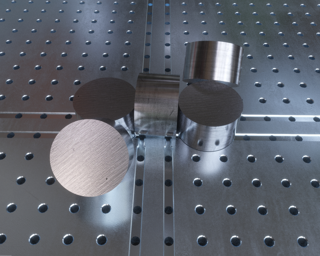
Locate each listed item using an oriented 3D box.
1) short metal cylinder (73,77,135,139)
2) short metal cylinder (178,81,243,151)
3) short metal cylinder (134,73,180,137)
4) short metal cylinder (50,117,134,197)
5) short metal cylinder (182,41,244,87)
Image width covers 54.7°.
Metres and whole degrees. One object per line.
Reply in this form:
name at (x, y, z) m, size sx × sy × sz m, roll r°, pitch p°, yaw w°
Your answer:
short metal cylinder at (-0.069, -0.021, 0.407) m, size 0.081 × 0.050 × 0.080 m, roll 0°, pitch 50°, yaw 0°
short metal cylinder at (0.063, -0.016, 0.405) m, size 0.081 × 0.050 × 0.080 m, roll 0°, pitch 50°, yaw 0°
short metal cylinder at (-0.002, -0.029, 0.396) m, size 0.050 × 0.080 × 0.080 m, roll 4°, pitch 50°, yaw 3°
short metal cylinder at (-0.071, 0.029, 0.339) m, size 0.081 × 0.050 × 0.079 m, roll 0°, pitch 94°, yaw 1°
short metal cylinder at (0.075, -0.088, 0.438) m, size 0.080 × 0.080 × 0.050 m, roll 7°, pitch 92°, yaw 5°
